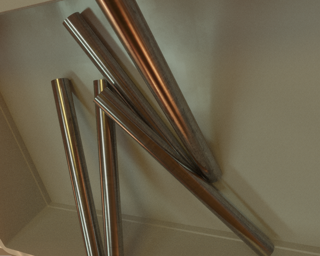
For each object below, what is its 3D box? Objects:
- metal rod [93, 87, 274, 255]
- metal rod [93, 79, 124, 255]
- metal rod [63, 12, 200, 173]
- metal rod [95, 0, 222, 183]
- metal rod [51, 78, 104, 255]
[{"bbox_3d":[0.035,0.061,0.396,0.300,0.025,0.025,44,129,-7],"label":"metal rod"},{"bbox_3d":[-0.066,0.086,0.414,0.025,0.025,0.298,-3,92,29],"label":"metal rod"},{"bbox_3d":[-0.019,-0.018,0.406,0.025,0.025,0.300,-30,102,37],"label":"metal rod"},{"bbox_3d":[0.013,-0.024,0.303,0.025,0.025,0.300,0,145,28],"label":"metal rod"},{"bbox_3d":[-0.111,0.078,0.436,0.025,0.025,0.298,-14,87,33],"label":"metal rod"}]
